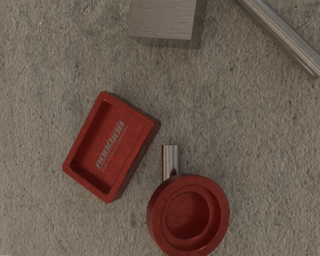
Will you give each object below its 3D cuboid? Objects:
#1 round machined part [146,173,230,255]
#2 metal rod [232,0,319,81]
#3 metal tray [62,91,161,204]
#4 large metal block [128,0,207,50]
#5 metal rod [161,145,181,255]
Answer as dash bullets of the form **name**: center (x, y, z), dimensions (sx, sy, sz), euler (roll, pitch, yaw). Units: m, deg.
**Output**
- **round machined part**: center (0.030, 0.102, 0.372), dimensions (0.099, 0.042, 0.097), euler (0, 90, -20)
- **metal rod**: center (0.089, -0.174, 0.377), dimensions (0.025, 0.025, 0.300), euler (-43, 77, 15)
- **metal tray**: center (-0.069, 0.026, 0.429), dimensions (0.090, 0.030, 0.129), euler (32, 100, 16)
- **large metal block**: center (0.012, -0.147, 0.391), dimensions (0.080, 0.050, 0.079), euler (9, 93, 19)
- **metal rod**: center (0.016, 0.171, 0.402), dimensions (0.025, 0.025, 0.298), euler (-1, 90, 19)
